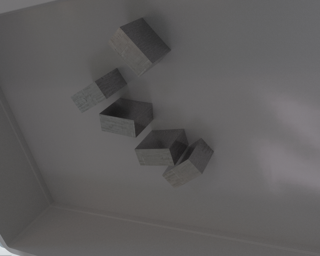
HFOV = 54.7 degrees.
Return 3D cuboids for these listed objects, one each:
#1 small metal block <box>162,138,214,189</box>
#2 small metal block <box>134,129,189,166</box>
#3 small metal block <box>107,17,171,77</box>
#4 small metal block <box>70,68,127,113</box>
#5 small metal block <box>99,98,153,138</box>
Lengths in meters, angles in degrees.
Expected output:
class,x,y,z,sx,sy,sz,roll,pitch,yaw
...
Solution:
class,x,y,z,sx,sy,sz,roll,pitch,yaw
small metal block,0.037,0.046,0.401,0.025,0.050,0.050,48,129,-5
small metal block,0.003,0.025,0.406,0.050,0.050,0.025,-3,117,30
small metal block,-0.022,-0.091,0.348,0.050,0.050,0.025,47,129,-5
small metal block,-0.079,-0.049,0.404,0.050,0.050,0.025,-23,106,36
small metal block,-0.043,-0.015,0.406,0.050,0.050,0.025,11,123,22
